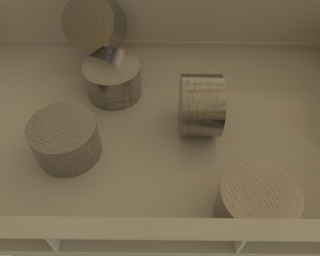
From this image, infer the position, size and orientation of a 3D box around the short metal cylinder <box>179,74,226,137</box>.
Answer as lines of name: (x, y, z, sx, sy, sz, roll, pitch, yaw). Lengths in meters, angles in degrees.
short metal cylinder: (0.051, -0.029, 0.394, 0.050, 0.080, 0.080, 1, 50, 0)

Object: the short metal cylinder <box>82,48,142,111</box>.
short metal cylinder: (-0.068, -0.070, 0.447, 0.081, 0.050, 0.080, 0, 50, 0)

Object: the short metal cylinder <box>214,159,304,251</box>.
short metal cylinder: (0.100, 0.080, 0.323, 0.081, 0.050, 0.080, 0, 50, 0)

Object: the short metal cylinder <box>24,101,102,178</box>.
short metal cylinder: (-0.114, 0.013, 0.376, 0.081, 0.050, 0.080, 0, 50, 0)

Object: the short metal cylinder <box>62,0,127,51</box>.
short metal cylinder: (-0.095, -0.153, 0.457, 0.080, 0.079, 0.050, 15, 14, 12)
